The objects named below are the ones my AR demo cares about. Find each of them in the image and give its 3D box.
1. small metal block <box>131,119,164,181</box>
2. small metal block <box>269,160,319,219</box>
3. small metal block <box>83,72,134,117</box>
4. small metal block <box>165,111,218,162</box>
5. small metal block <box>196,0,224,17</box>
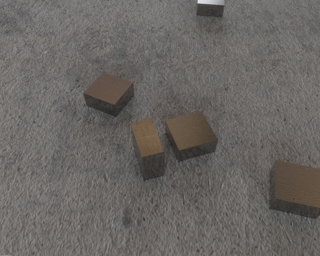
[{"bbox_3d":[-0.015,0.026,0.365,0.025,0.050,0.050,-13,51,-11],"label":"small metal block"},{"bbox_3d":[0.152,0.068,0.347,0.050,0.025,0.050,11,51,9],"label":"small metal block"},{"bbox_3d":[-0.072,-0.049,0.443,0.050,0.025,0.050,21,53,17],"label":"small metal block"},{"bbox_3d":[0.039,0.010,0.395,0.050,0.025,0.050,-14,52,-12],"label":"small metal block"},{"bbox_3d":[0.100,-0.244,0.609,0.050,0.025,0.050,7,50,5],"label":"small metal block"}]
